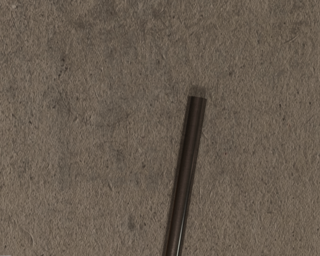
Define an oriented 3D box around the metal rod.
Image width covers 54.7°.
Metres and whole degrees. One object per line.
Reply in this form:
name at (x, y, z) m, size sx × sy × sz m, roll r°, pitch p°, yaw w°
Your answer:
metal rod at (0.026, 0.107, 0.410) m, size 0.025 × 0.025 × 0.298 m, roll 9°, pitch 90°, yaw -1°
